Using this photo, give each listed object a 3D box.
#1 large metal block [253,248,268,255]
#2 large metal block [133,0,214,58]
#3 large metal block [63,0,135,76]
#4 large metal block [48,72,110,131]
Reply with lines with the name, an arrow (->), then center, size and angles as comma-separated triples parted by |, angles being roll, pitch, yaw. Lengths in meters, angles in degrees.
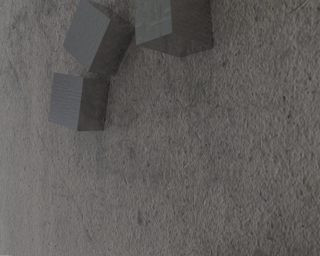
large metal block -> 0.103, 0.167, 0.265 | 0.080, 0.050, 0.080 | 32, 87, 5
large metal block -> 0.016, -0.132, 0.356 | 0.050, 0.081, 0.080 | -6, 86, 40
large metal block -> -0.092, -0.136, 0.465 | 0.080, 0.050, 0.080 | 44, 117, 31
large metal block -> -0.131, -0.042, 0.497 | 0.080, 0.050, 0.079 | 15, 100, 39
